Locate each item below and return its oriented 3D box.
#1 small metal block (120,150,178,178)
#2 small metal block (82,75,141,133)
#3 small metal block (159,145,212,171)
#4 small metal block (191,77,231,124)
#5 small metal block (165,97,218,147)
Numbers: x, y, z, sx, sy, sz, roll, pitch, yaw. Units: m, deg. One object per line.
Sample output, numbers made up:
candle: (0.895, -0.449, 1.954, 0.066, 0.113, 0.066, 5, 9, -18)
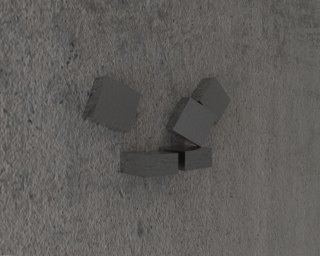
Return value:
small metal block: (-0.013, 0.043, 0.377, 0.050, 0.050, 0.025, 0, 90, -40)
small metal block: (-0.055, -0.026, 0.358, 0.050, 0.025, 0.050, 25, 74, -37)
small metal block: (0.034, 0.039, 0.416, 0.050, 0.050, 0.025, -2, 95, -40)
small metal block: (0.075, -0.041, 0.467, 0.050, 0.025, 0.050, 49, 61, -29)
small metal block: (0.043, -0.008, 0.428, 0.050, 0.025, 0.050, 31, 82, -23)
